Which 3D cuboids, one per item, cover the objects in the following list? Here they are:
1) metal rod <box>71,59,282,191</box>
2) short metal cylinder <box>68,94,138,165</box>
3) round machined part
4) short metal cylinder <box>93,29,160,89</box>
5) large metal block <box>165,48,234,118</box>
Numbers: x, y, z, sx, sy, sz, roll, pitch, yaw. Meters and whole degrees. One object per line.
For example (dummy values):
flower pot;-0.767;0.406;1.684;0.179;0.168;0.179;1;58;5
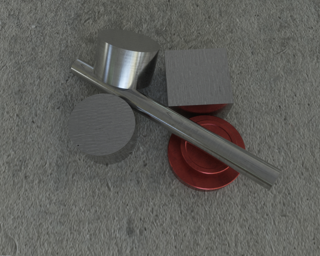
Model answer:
metal rod;0.001;-0.016;0.379;0.300;0.025;0.025;31;72;24
short metal cylinder;-0.070;0.003;0.395;0.081;0.050;0.080;0;70;0
round machined part;0.059;0.028;0.390;0.099;0.042;0.098;0;70;0
short metal cylinder;-0.044;-0.092;0.409;0.081;0.050;0.080;12;31;-7
large metal block;0.048;-0.057;0.415;0.081;0.050;0.080;-3;70;-1
